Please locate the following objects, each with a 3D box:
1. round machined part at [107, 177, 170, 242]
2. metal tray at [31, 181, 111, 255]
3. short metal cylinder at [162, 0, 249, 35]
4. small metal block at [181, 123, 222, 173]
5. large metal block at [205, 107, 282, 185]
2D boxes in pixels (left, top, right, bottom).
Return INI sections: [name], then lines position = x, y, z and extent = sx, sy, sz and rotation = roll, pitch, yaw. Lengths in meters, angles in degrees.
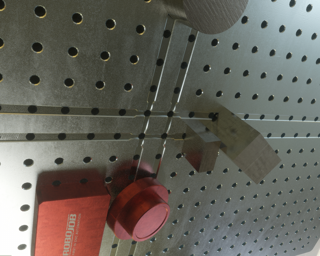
[round machined part]
position = -0.024, 0.123, 0.448
extent = 0.099, 0.042, 0.097
rotation = -27, 136, -30
[metal tray]
position = -0.124, 0.136, 0.424
extent = 0.091, 0.030, 0.129
rotation = 0, 118, -29
[short metal cylinder]
position = 0.048, -0.146, 0.331
extent = 0.081, 0.050, 0.079
rotation = -14, 124, -21
[small metal block]
position = 0.058, 0.028, 0.444
extent = 0.025, 0.050, 0.050
rotation = -5, 121, -26
[large metal block]
position = 0.119, 0.026, 0.456
extent = 0.050, 0.080, 0.080
rotation = -46, 129, 4
